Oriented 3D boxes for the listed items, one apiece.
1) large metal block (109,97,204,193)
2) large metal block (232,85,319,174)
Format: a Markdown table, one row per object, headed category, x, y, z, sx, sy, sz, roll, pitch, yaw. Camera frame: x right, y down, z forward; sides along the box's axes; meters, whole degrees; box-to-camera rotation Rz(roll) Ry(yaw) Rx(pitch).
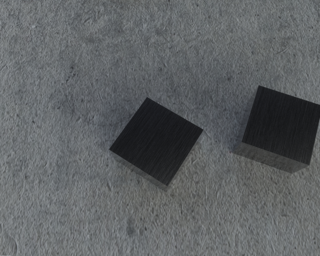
| category | x | y | z | sx | sy | sz | roll | pitch | yaw |
| --- | --- | --- | --- | --- | --- | --- | --- | --- | --- |
| large metal block | -0.004 | 0.022 | 0.387 | 0.080 | 0.050 | 0.080 | 31 | 73 | 10 |
| large metal block | 0.148 | 0.003 | 0.395 | 0.080 | 0.050 | 0.080 | 19 | 71 | 7 |
